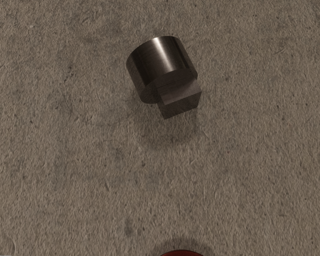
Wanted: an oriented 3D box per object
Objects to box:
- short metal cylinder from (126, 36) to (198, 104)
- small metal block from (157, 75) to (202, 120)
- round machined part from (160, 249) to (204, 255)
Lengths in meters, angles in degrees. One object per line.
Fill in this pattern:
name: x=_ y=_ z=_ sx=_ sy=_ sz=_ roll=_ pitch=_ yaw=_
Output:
short metal cylinder: x=0.002 y=-0.074 z=0.406 sx=0.080 sy=0.080 sz=0.050 roll=-21 pitch=72 yaw=-8
small metal block: x=0.024 y=-0.039 z=0.410 sx=0.050 sy=0.050 sz=0.025 roll=-21 pitch=72 yaw=-8
round machined part: x=0.025 y=0.183 z=0.332 sx=0.099 sy=0.042 sz=0.098 roll=0 pitch=70 yaw=-1
